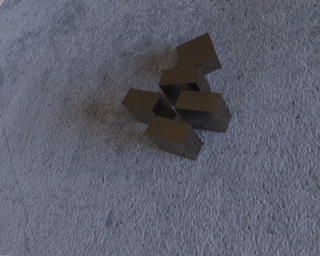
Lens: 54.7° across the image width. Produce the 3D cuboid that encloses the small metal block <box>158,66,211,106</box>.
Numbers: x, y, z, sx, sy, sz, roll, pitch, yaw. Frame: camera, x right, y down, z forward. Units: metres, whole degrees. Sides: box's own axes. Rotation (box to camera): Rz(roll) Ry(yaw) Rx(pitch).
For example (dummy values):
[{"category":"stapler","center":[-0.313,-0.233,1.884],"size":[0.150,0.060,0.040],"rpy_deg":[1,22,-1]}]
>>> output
[{"category":"small metal block","center":[0.033,-0.053,0.403],"size":[0.050,0.050,0.025],"rpy_deg":[0,62,28]}]

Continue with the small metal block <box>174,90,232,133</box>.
[{"category":"small metal block","center":[0.053,-0.019,0.372],"size":[0.050,0.050,0.025],"rpy_deg":[9,66,32]}]

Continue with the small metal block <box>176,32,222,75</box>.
[{"category":"small metal block","center":[0.054,-0.100,0.437],"size":[0.050,0.025,0.050],"rpy_deg":[-21,54,15]}]

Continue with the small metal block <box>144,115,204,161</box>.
[{"category":"small metal block","center":[0.018,0.012,0.371],"size":[0.050,0.050,0.025],"rpy_deg":[15,70,34]}]

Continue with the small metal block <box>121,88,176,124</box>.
[{"category":"small metal block","center":[-0.014,-0.025,0.411],"size":[0.050,0.050,0.025],"rpy_deg":[15,70,34]}]
